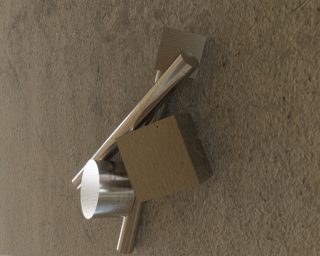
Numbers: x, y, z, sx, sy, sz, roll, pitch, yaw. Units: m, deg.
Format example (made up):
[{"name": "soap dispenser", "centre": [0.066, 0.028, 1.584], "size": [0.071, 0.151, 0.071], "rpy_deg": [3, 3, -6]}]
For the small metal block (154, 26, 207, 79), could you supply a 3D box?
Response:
[{"name": "small metal block", "centre": [0.024, -0.089, 0.371], "size": [0.050, 0.025, 0.050], "rpy_deg": [13, 100, -1]}]

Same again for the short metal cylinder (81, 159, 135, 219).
[{"name": "short metal cylinder", "centre": [-0.075, 0.085, 0.435], "size": [0.080, 0.050, 0.080], "rpy_deg": [-20, 66, 57]}]

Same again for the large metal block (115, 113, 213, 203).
[{"name": "large metal block", "centre": [0.005, 0.034, 0.366], "size": [0.080, 0.050, 0.080], "rpy_deg": [-22, 85, 25]}]

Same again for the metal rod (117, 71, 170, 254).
[{"name": "metal rod", "centre": [-0.016, 0.032, 0.419], "size": [0.025, 0.025, 0.298], "rpy_deg": [22, 104, 38]}]

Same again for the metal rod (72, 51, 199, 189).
[{"name": "metal rod", "centre": [-0.051, 0.008, 0.426], "size": [0.298, 0.025, 0.025], "rpy_deg": [-45, 63, 38]}]
